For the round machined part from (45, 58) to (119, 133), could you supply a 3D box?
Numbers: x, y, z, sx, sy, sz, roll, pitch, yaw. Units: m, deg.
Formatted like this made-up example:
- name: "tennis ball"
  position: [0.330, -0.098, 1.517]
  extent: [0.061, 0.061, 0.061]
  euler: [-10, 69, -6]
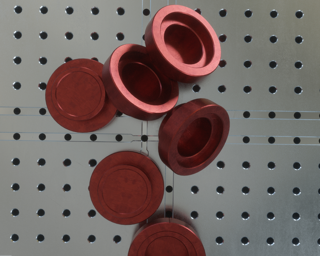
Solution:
- name: "round machined part"
  position: [-0.101, -0.042, 0.404]
  extent: [0.099, 0.042, 0.097]
  euler: [0, 90, 0]

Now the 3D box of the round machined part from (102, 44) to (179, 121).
- name: "round machined part"
  position: [-0.028, -0.053, 0.388]
  extent: [0.099, 0.042, 0.098]
  euler: [19, 55, -29]

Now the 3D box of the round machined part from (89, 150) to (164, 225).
- name: "round machined part"
  position: [-0.043, 0.079, 0.405]
  extent: [0.099, 0.042, 0.097]
  euler: [0, 90, 0]

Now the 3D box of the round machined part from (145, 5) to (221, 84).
- name: "round machined part"
  position: [0.025, -0.100, 0.390]
  extent: [0.099, 0.042, 0.098]
  euler: [10, 67, -26]

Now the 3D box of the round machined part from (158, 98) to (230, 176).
- name: "round machined part"
  position: [0.037, 0.007, 0.388]
  extent: [0.098, 0.098, 0.042]
  euler: [-52, 47, 0]

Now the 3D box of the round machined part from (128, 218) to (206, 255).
- name: "round machined part"
  position: [0.008, 0.165, 0.405]
  extent: [0.099, 0.042, 0.097]
  euler: [0, 90, 0]
